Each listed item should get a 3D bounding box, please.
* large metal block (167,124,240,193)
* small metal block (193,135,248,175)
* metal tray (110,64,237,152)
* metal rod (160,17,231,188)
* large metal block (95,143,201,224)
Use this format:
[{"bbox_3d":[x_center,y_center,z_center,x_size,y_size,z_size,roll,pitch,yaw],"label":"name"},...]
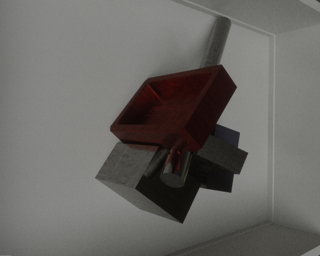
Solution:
[{"bbox_3d":[0.054,0.039,0.418,0.050,0.080,0.080,18,79,-39],"label":"large metal block"},{"bbox_3d":[0.062,0.029,0.346,0.050,0.050,0.025,26,80,-5],"label":"small metal block"},{"bbox_3d":[0.010,-0.021,0.346,0.030,0.130,0.090,48,63,-29],"label":"metal tray"},{"bbox_3d":[0.056,-0.057,0.395,0.025,0.025,0.300,49,44,-29],"label":"metal rod"},{"bbox_3d":[-0.014,0.062,0.361,0.080,0.080,0.050,44,63,-32],"label":"large metal block"}]
